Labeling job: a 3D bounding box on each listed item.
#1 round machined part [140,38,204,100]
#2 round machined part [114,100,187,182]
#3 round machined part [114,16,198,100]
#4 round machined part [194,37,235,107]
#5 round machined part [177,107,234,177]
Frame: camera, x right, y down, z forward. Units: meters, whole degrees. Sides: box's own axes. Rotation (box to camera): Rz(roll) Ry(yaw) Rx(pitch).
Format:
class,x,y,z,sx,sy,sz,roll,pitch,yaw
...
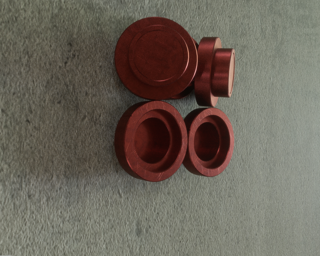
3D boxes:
class,x,y,z,sx,sy,sz,roll,pitch,yaw
round machined part,0.020,-0.087,0.413,0.099,0.042,0.097,0,90,-40
round machined part,-0.015,0.015,0.384,0.099,0.042,0.097,0,90,-40
round machined part,-0.004,-0.081,0.363,0.099,0.042,0.097,0,93,-7
round machined part,0.081,-0.078,0.437,0.098,0.042,0.097,5,91,-71
round machined part,0.060,0.020,0.448,0.099,0.042,0.097,0,90,-40
